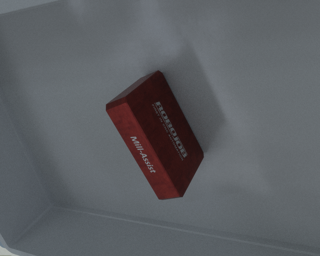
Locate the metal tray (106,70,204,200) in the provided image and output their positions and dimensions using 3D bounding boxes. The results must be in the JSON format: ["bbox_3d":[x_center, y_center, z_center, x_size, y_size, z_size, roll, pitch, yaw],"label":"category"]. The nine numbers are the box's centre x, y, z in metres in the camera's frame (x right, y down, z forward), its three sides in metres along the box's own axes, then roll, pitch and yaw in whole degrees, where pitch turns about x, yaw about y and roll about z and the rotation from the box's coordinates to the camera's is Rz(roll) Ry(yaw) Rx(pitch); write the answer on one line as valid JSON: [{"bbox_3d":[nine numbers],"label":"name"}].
[{"bbox_3d":[0.000,0.007,0.368,0.030,0.090,0.130,-17,110,34],"label":"metal tray"}]
